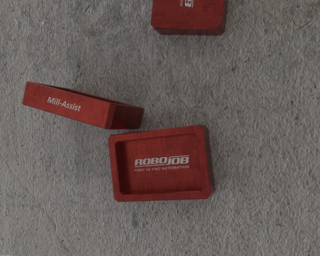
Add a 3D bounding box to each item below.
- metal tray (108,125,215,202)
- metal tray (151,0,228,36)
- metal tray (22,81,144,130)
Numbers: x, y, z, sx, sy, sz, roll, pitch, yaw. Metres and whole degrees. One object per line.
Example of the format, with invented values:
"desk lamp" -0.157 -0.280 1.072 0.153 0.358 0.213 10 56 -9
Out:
"metal tray" 0.000 0.047 0.406 0.130 0.030 0.089 -7 88 19
"metal tray" 0.041 -0.186 0.392 0.090 0.030 0.129 7 92 19
"metal tray" -0.098 -0.029 0.409 0.130 0.090 0.030 15 96 19
